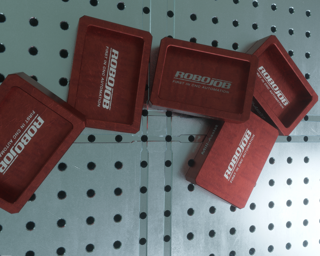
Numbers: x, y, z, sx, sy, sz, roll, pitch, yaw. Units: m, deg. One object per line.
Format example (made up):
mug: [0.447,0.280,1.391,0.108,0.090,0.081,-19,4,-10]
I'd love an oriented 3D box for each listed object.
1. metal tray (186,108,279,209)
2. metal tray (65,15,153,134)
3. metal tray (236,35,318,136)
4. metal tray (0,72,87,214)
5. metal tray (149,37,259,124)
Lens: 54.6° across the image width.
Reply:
metal tray: [0.107,0.039,0.449,0.090,0.030,0.130,32,80,-17]
metal tray: [-0.064,-0.062,0.385,0.091,0.030,0.129,9,87,-20]
metal tray: [0.173,-0.062,0.473,0.090,0.030,0.130,-45,104,-14]
metal tray: [-0.154,0.017,0.334,0.090,0.030,0.130,37,95,-16]
metal tray: [0.057,-0.061,0.411,0.131,0.030,0.090,11,86,-4]
